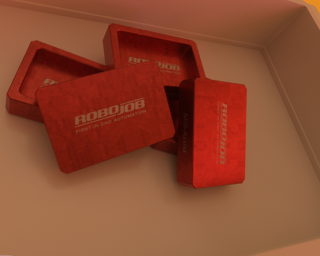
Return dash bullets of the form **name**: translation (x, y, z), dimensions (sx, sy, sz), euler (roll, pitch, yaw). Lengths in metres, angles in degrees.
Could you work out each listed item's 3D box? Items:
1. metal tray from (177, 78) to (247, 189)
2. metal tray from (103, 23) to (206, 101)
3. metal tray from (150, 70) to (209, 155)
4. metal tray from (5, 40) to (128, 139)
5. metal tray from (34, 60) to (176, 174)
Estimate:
- **metal tray**: translation (0.068, 0.007, 0.393), dimensions (0.091, 0.030, 0.129), euler (2, 89, -34)
- **metal tray**: translation (-0.005, -0.084, 0.412), dimensions (0.131, 0.030, 0.090), euler (3, 60, -27)
- **metal tray**: translation (0.038, -0.023, 0.436), dimensions (0.091, 0.030, 0.130), euler (18, 55, -18)
- **metal tray**: translation (-0.101, -0.043, 0.371), dimensions (0.131, 0.030, 0.090), euler (18, 55, -18)
- **metal tray**: translation (-0.056, -0.015, 0.337), dimensions (0.131, 0.030, 0.089), euler (-18, 101, -19)
